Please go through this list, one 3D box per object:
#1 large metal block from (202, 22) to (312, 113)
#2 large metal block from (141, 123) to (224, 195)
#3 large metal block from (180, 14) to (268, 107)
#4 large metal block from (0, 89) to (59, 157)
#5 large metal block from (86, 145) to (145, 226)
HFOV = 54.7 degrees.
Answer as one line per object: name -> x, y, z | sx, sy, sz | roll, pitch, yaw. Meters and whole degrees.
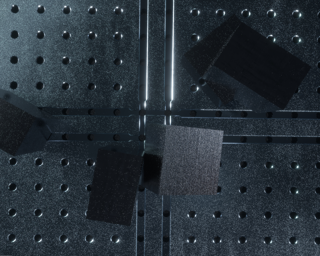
large metal block -> 0.098, -0.060, 0.337 | 0.080, 0.080, 0.050 | 33, 90, -1
large metal block -> 0.027, 0.038, 0.386 | 0.081, 0.050, 0.079 | 6, 90, -27
large metal block -> 0.085, -0.084, 0.402 | 0.080, 0.050, 0.080 | -39, 91, 0
large metal block -> -0.185, -0.010, 0.383 | 0.080, 0.080, 0.050 | 29, 90, -1
large metal block -> -0.051, 0.066, 0.385 | 0.050, 0.080, 0.080 | 10, 90, 0
